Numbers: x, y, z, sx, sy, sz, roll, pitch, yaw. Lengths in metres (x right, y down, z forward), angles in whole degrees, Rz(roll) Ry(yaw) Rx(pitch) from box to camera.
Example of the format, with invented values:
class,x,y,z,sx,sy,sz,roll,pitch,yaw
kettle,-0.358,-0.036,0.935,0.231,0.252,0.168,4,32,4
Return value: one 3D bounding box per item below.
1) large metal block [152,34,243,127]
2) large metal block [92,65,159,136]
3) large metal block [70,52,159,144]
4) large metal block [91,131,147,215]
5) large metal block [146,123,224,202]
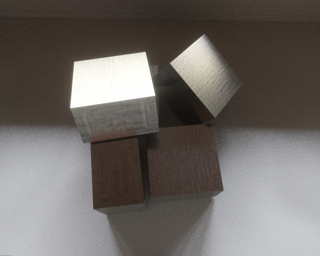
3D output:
class,x,y,z,sx,sy,sz,roll,pitch,yaw
large metal block,0.046,-0.057,0.389,0.080,0.050,0.080,50,54,-8
large metal block,-0.042,-0.034,0.407,0.081,0.050,0.080,-1,70,-1
large metal block,-0.048,-0.035,0.338,0.081,0.050,0.080,-9,45,-3
large metal block,-0.046,0.054,0.359,0.050,0.080,0.080,-6,70,-3
large metal block,0.026,0.044,0.377,0.081,0.050,0.080,-5,70,-2
